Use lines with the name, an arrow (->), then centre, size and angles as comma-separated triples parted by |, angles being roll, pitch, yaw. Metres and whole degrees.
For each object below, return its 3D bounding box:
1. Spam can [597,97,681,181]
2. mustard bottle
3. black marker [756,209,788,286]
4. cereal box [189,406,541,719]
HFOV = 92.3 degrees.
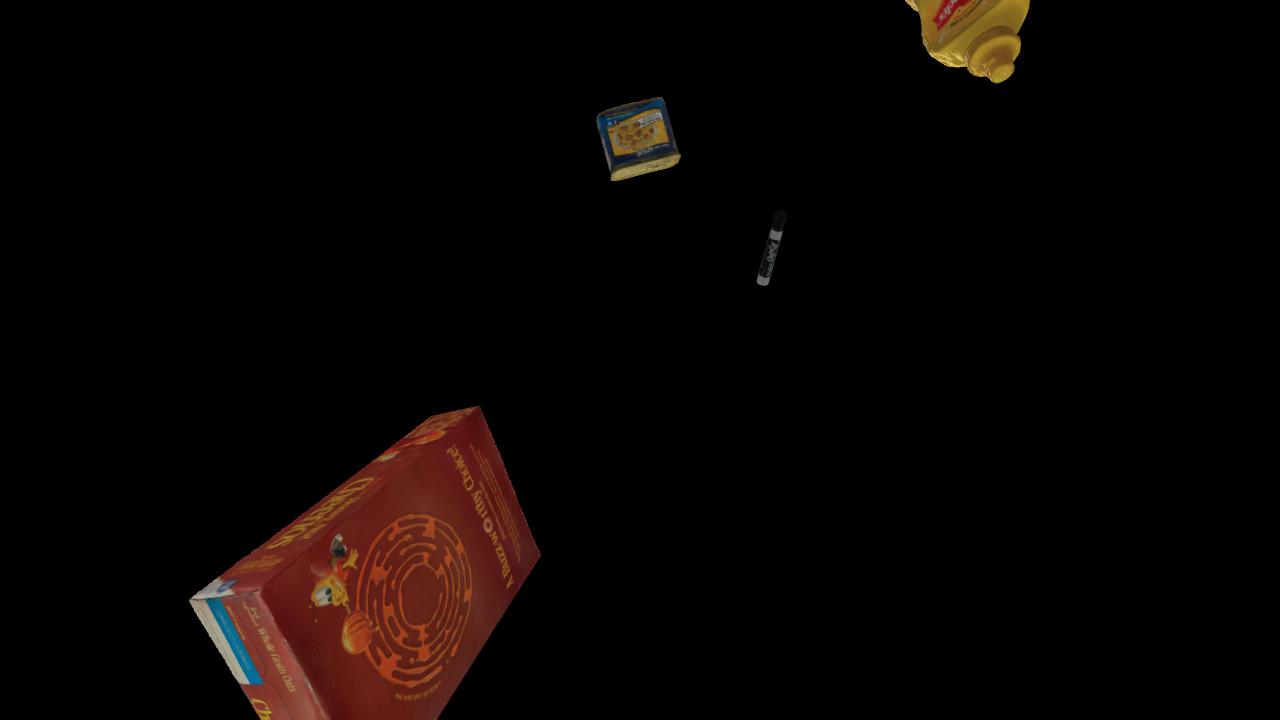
Spam can -> -0.003, -0.306, 0.853 | 0.101, 0.085, 0.058 | -16, 2, -7
mustard bottle -> 0.306, -0.326, 0.569 | 0.054, 0.184, 0.092 | 18, -34, -38
black marker -> 0.187, -0.159, 0.874 | 0.020, 0.121, 0.020 | 3, 44, -3
cereal box -> -0.215, 0.198, 0.570 | 0.081, 0.203, 0.306 | -12, 17, 20
